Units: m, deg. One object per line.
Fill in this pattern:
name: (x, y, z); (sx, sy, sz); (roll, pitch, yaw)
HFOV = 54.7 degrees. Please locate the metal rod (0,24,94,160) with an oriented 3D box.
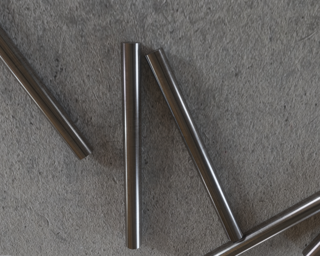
metal rod: (-0.179, -0.084, 0.377); (0.025, 0.025, 0.299); (-30, 108, 10)

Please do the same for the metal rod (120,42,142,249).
metal rod: (-0.038, 0.037, 0.422); (0.025, 0.025, 0.298); (1, 110, -1)

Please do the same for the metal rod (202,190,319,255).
metal rod: (0.174, 0.146, 0.464); (0.300, 0.025, 0.025); (-34, 107, 11)

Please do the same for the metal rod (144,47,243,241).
metal rod: (0.053, 0.035, 0.422); (0.025, 0.025, 0.299); (-23, 109, 8)

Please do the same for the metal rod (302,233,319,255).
metal rod: (0.311, 0.083, 0.442); (0.025, 0.025, 0.298); (29, 107, -10)
